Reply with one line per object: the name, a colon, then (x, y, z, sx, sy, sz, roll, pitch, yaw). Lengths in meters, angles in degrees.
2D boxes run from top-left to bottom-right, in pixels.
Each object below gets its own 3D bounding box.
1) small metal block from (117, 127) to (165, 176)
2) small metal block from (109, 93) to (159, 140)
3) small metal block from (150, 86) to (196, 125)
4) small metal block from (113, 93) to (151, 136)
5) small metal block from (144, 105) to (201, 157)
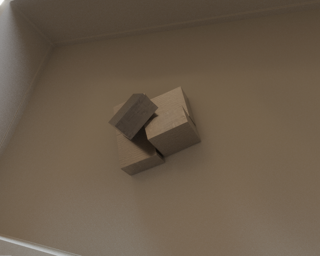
small metal block: (-0.026, 0.027, 0.399, 0.050, 0.025, 0.050, -22, 54, 14)
small metal block: (-0.034, -0.016, 0.382, 0.050, 0.025, 0.050, -50, 17, -8)
small metal block: (0.014, -0.020, 0.407, 0.050, 0.025, 0.050, -22, 54, 14)
small metal block: (-0.034, -0.013, 0.428, 0.050, 0.025, 0.050, -22, 54, 14)
small metal block: (0.016, 0.005, 0.375, 0.050, 0.050, 0.025, -25, 53, 12)
